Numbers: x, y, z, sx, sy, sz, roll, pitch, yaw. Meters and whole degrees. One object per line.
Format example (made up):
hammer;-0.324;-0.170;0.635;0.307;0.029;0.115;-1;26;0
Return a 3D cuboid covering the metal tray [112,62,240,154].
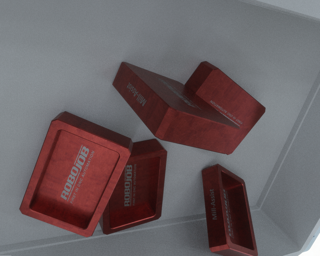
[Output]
metal tray;0.012;-0.025;0.333;0.091;0.130;0.030;14;111;-34

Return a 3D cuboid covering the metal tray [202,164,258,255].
metal tray;0.109;0.132;0.487;0.030;0.130;0.090;-27;137;32

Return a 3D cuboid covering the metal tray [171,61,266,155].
metal tray;0.082;-0.023;0.438;0.131;0.030;0.090;28;103;-38

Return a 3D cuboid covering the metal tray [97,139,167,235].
metal tray;-0.041;0.084;0.436;0.091;0.030;0.129;-10;123;-24

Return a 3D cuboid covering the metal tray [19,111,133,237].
metal tray;-0.098;0.056;0.362;0.090;0.030;0.129;24;108;-8
